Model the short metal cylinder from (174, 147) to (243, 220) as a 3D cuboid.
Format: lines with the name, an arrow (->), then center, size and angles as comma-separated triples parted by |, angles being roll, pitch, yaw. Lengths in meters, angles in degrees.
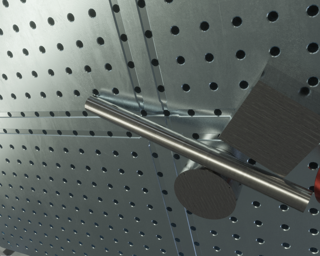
short metal cylinder -> 0.065, 0.072, 0.405 | 0.080, 0.050, 0.079 | 13, 125, 20

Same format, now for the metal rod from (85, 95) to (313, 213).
metal rod -> 0.027, 0.021, 0.380 | 0.300, 0.025, 0.025 | 24, 128, 24

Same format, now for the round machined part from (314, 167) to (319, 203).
round machined part -> 0.194, 0.055, 0.308 | 0.042, 0.099, 0.097 | 29, 139, 57

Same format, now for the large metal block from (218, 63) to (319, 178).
large metal block -> 0.122, -0.008, 0.326 | 0.080, 0.050, 0.079 | 32, 129, 7
